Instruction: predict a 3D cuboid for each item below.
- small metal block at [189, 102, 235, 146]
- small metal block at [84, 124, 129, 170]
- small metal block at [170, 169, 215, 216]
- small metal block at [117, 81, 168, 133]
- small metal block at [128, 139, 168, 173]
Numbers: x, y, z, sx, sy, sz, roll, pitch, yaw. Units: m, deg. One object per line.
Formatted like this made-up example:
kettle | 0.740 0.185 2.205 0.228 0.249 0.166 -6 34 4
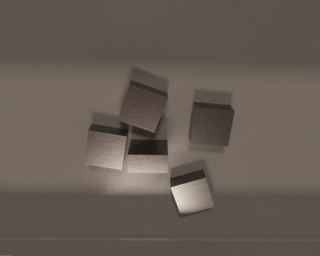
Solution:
small metal block | 0.067 -0.005 0.410 0.050 0.025 0.050 5 110 -2
small metal block | -0.072 0.026 0.420 0.050 0.025 0.050 9 110 -4
small metal block | 0.046 0.093 0.446 0.050 0.025 0.050 -17 110 5
small metal block | -0.022 -0.028 0.401 0.050 0.025 0.050 19 109 -7
small metal block | -0.015 0.036 0.411 0.050 0.050 0.025 1 110 -1
